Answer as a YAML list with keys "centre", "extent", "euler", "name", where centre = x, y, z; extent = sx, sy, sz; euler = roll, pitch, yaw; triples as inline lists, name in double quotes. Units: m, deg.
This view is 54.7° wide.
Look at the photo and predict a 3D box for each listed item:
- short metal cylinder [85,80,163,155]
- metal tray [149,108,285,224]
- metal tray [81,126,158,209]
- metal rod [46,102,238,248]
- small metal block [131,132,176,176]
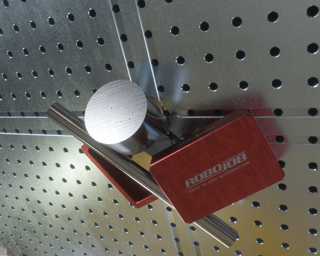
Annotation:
- centre: [-0.043, -0.012, 0.378]
  extent: [0.080, 0.080, 0.050]
  euler: [8, 164, 24]
  name: "short metal cylinder"
- centre: [0.065, 0.046, 0.365]
  extent: [0.130, 0.030, 0.090]
  euler: [-30, 103, 12]
  name: "metal tray"
- centre: [-0.044, 0.052, 0.458]
  extent: [0.130, 0.030, 0.090]
  euler: [49, 129, -7]
  name: "metal tray"
- centre: [-0.027, 0.061, 0.419]
  extent: [0.301, 0.025, 0.025]
  euler: [35, 129, 4]
  name: "metal rod"
- centre: [-0.001, 0.035, 0.411]
  extent: [0.050, 0.050, 0.025]
  euler: [35, 129, 5]
  name: "small metal block"
